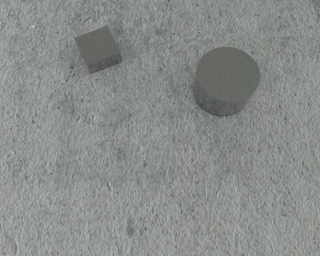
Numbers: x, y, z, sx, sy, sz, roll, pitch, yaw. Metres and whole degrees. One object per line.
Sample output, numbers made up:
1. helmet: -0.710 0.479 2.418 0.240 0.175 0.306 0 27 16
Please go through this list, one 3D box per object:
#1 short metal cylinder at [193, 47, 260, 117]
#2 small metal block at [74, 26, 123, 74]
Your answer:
1. short metal cylinder: 0.087 -0.061 0.418 0.081 0.050 0.080 0 70 0
2. small metal block: -0.089 -0.113 0.449 0.050 0.025 0.050 -24 72 -9
